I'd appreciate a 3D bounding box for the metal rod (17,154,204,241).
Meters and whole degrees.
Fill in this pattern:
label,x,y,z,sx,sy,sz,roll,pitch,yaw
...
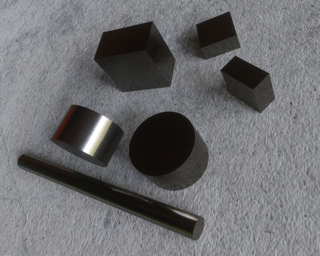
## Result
label,x,y,z,sx,sy,sz,roll,pitch,yaw
metal rod,-0.084,0.077,0.398,0.300,0.025,0.025,12,68,32

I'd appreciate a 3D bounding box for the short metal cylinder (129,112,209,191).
label,x,y,z,sx,sy,sz,roll,pitch,yaw
short metal cylinder,0.011,0.028,0.364,0.080,0.050,0.080,-13,56,20

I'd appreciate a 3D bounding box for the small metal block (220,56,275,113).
label,x,y,z,sx,sy,sz,roll,pitch,yaw
small metal block,0.104,-0.051,0.364,0.025,0.050,0.050,-45,51,-3

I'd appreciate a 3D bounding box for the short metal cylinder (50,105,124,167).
label,x,y,z,sx,sy,sz,roll,pitch,yaw
short metal cylinder,-0.095,0.012,0.410,0.080,0.080,0.050,14,69,33

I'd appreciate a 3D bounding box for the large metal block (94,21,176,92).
label,x,y,z,sx,sy,sz,roll,pitch,yaw
large metal block,-0.033,-0.098,0.445,0.080,0.080,0.050,-3,60,26

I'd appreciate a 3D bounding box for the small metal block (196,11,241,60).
label,x,y,z,sx,sy,sz,roll,pitch,yaw
small metal block,0.082,-0.131,0.440,0.050,0.025,0.050,-17,55,18
